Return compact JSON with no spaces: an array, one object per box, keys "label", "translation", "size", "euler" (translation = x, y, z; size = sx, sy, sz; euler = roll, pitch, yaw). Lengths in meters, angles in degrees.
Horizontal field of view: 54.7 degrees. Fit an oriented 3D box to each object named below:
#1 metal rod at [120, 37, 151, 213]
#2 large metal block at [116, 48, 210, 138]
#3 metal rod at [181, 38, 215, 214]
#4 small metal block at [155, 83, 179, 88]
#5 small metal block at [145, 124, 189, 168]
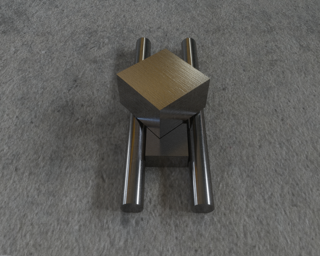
[{"label":"metal rod","translation":[-0.029,-0.028,0.429],"size":[0.025,0.025,0.300],"euler":[1,50,0]},{"label":"large metal block","translation":[0.004,-0.047,0.393],"size":[0.080,0.050,0.080],"euler":[-34,58,-25]},{"label":"metal rod","translation":[0.047,-0.028,0.429],"size":[0.025,0.025,0.300],"euler":[1,50,0]},{"label":"small metal block","translation":[0.009,-0.068,0.460],"size":[0.050,0.025,0.050],"euler":[1,50,0]},{"label":"small metal block","translation":[0.008,0.021,0.386],"size":[0.050,0.025,0.050],"euler":[1,50,0]}]
